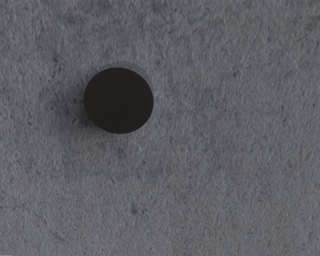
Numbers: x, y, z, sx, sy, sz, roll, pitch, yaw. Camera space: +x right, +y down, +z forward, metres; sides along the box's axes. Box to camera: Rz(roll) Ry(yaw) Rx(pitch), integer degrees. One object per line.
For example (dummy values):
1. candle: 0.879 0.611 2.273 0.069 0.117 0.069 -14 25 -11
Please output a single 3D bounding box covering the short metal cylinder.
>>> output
1. short metal cylinder: -0.048 -0.039 0.382 0.081 0.050 0.079 0 110 -1
